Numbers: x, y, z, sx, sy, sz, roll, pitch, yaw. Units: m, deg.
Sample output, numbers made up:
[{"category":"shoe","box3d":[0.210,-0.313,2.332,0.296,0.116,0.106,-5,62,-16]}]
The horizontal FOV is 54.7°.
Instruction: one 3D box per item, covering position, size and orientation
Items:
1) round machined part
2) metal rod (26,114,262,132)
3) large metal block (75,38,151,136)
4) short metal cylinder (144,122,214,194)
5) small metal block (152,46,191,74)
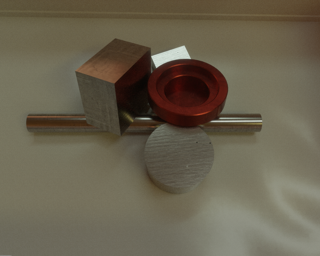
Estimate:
[{"category":"round machined part","box3d":[0.034,-0.040,0.394,0.099,0.042,0.098,0,52,0]},{"category":"metal rod","box3d":[-0.019,-0.007,0.409,0.302,0.025,0.025,0,70,-1]},{"category":"large metal block","box3d":[-0.052,-0.051,0.381,0.050,0.079,0.080,20,48,18]},{"category":"short metal cylinder","box3d":[0.022,0.037,0.380,0.081,0.050,0.080,0,70,0]},{"category":"small metal block","box3d":[0.020,-0.083,0.439,0.050,0.025,0.050,-20,71,-8]}]
